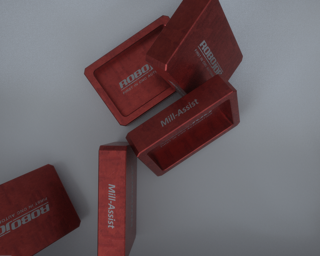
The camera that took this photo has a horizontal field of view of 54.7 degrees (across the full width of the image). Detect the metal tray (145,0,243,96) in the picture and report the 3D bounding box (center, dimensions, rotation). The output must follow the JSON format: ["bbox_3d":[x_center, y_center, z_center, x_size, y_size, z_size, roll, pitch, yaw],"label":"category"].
[{"bbox_3d":[0.047,-0.082,0.362,0.030,0.130,0.090,34,90,32],"label":"metal tray"}]

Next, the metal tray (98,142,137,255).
[{"bbox_3d":[-0.049,0.084,0.377,0.030,0.090,0.129,1,90,3],"label":"metal tray"}]

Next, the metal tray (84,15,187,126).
[{"bbox_3d":[-0.020,-0.073,0.408,0.130,0.030,0.090,-35,90,-1],"label":"metal tray"}]

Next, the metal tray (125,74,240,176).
[{"bbox_3d":[0.033,0.001,0.377,0.130,0.090,0.030,-34,61,0],"label":"metal tray"}]

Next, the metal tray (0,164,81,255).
[{"bbox_3d":[-0.172,0.110,0.367,0.131,0.030,0.090,-25,89,-42],"label":"metal tray"}]
